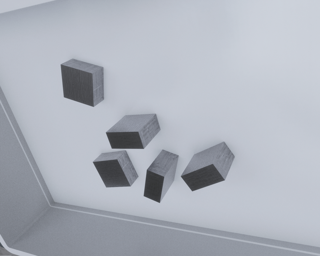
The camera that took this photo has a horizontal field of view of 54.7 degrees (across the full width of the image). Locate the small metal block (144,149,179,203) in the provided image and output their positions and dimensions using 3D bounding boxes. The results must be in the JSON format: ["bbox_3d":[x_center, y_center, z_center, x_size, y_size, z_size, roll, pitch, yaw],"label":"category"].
[{"bbox_3d":[0.002,0.067,0.433,0.025,0.050,0.050,20,126,17],"label":"small metal block"}]

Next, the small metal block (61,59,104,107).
[{"bbox_3d":[-0.106,-0.062,0.426,0.050,0.025,0.050,18,126,17],"label":"small metal block"}]

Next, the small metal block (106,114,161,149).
[{"bbox_3d":[-0.035,0.004,0.413,0.050,0.050,0.025,-2,118,29],"label":"small metal block"}]

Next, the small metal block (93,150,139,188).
[{"bbox_3d":[-0.069,0.065,0.485,0.050,0.025,0.050,-9,114,32],"label":"small metal block"}]

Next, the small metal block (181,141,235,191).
[{"bbox_3d":[0.061,0.048,0.390,0.050,0.050,0.025,-29,102,37],"label":"small metal block"}]
